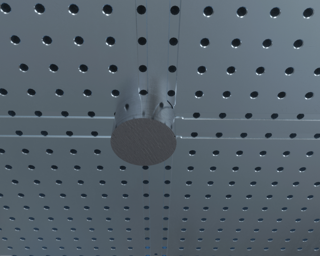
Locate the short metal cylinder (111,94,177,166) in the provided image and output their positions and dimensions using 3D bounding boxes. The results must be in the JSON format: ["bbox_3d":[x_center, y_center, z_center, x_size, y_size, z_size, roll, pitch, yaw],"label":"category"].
[{"bbox_3d":[-0.020,0.003,0.397,0.080,0.050,0.080,0,130,0],"label":"short metal cylinder"}]
